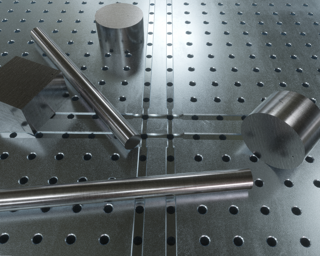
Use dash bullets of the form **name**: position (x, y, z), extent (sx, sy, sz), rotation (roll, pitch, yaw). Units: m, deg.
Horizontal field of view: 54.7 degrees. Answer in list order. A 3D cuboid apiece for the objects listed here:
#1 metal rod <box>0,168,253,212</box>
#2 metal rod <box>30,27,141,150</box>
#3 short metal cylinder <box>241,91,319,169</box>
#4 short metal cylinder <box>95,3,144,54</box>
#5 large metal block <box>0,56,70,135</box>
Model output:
- **metal rod**: position (-0.047, 0.070, 0.348), extent (0.302, 0.025, 0.025), rotation (-4, 50, -4)
- **metal rod**: position (-0.125, -0.074, 0.468), extent (0.025, 0.025, 0.300), rotation (-30, 56, -23)
- **short metal cylinder**: position (0.146, 0.002, 0.371), extent (0.080, 0.080, 0.050), rotation (36, 59, 26)
- **short metal cylinder**: position (-0.068, -0.173, 0.536), extent (0.081, 0.050, 0.080), rotation (0, 50, 0)
- **large metal block**: position (-0.188, -0.047, 0.430), extent (0.080, 0.050, 0.080), rotation (20, 53, 16)
